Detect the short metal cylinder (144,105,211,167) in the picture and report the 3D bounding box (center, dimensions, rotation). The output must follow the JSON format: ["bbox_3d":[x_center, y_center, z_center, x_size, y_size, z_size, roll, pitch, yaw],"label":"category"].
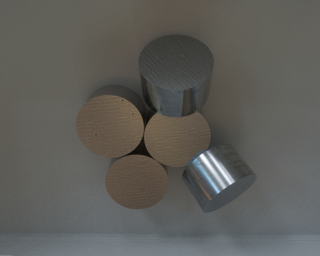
[{"bbox_3d":[0.021,0.003,0.397,0.081,0.050,0.079,0,110,-1],"label":"short metal cylinder"}]

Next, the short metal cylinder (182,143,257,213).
[{"bbox_3d":[0.076,0.065,0.399,0.081,0.050,0.080,-25,149,-16],"label":"short metal cylinder"}]

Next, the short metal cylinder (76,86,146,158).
[{"bbox_3d":[-0.059,-0.009,0.391,0.081,0.050,0.079,0,110,-1],"label":"short metal cylinder"}]

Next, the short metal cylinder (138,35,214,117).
[{"bbox_3d":[0.018,-0.059,0.351,0.081,0.080,0.050,-3,149,0],"label":"short metal cylinder"}]

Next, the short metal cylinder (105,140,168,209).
[{"bbox_3d":[-0.030,0.061,0.418,0.081,0.050,0.079,0,110,-1],"label":"short metal cylinder"}]
